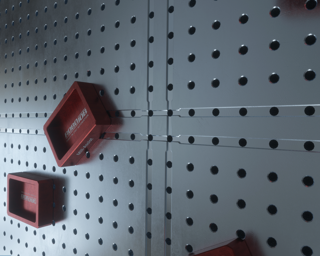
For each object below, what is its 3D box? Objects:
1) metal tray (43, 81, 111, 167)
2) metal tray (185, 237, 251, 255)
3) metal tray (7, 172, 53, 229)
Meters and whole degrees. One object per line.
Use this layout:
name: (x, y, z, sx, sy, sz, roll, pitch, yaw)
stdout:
metal tray: (-0.145, -0.005, 0.527, 0.129, 0.030, 0.090, -44, 63, 31)
metal tray: (0.077, 0.200, 0.343, 0.090, 0.030, 0.130, -35, 68, 34)
metal tray: (-0.265, 0.142, 0.627, 0.130, 0.030, 0.090, 2, 91, 40)
